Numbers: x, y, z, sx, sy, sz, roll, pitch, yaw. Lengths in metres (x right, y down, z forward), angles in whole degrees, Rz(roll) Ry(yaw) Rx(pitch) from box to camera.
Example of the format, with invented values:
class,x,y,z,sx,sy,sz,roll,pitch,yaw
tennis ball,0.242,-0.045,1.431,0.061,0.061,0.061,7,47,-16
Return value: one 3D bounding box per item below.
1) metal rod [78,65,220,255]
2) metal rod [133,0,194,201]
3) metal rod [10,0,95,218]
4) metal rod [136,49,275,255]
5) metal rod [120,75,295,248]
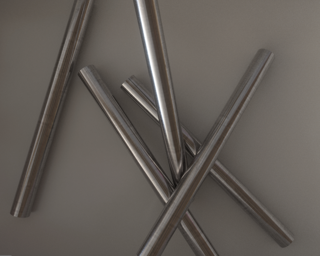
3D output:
class,x,y,z,sx,sy,sz,roll,pitch,yaw
metal rod,-0.015,0.047,0.395,0.025,0.025,0.299,-34,84,0
metal rod,0.005,-0.040,0.357,0.025,0.025,0.298,-12,112,0
metal rod,-0.142,-0.029,0.409,0.025,0.025,0.298,17,90,-1
metal rod,0.063,0.025,0.381,0.025,0.025,0.300,33,77,0
metal rod,0.063,0.044,0.412,0.300,0.025,0.025,45,90,-1
